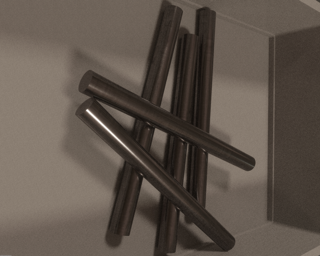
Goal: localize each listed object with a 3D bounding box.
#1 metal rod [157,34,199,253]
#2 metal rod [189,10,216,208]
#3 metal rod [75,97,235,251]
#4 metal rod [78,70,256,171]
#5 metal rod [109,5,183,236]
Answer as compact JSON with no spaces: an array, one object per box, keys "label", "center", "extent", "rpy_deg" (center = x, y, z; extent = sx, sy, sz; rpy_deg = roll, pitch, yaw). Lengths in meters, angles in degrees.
[{"label":"metal rod","center":[0.026,0.017,0.430],"extent":[0.025,0.025,0.298],"rpy_deg":[11,83,-40]},{"label":"metal rod","center":[0.063,-0.025,0.461],"extent":[0.025,0.025,0.298],"rpy_deg":[6,86,-40]},{"label":"metal rod","center":[0.012,0.074,0.385],"extent":[0.300,0.025,0.025],"rpy_deg":[48,62,-30]},{"label":"metal rod","center":[0.033,0.005,0.402],"extent":[0.301,0.025,0.025],"rpy_deg":[26,74,-37]},{"label":"metal rod","center":[-0.015,-0.018,0.396],"extent":[0.025,0.025,0.299],"rpy_deg":[22,76,-38]}]
